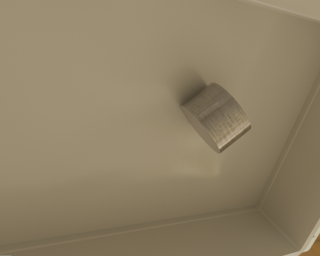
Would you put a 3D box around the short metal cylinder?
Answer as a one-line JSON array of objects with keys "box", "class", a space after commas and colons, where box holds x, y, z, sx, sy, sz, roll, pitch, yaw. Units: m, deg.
[{"box": [0.072, -0.013, 0.407, 0.050, 0.080, 0.080, -38, 130, -3], "class": "short metal cylinder"}]
